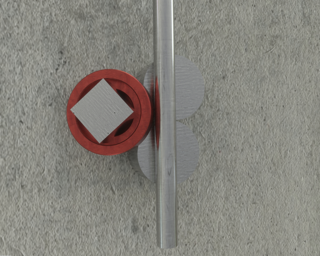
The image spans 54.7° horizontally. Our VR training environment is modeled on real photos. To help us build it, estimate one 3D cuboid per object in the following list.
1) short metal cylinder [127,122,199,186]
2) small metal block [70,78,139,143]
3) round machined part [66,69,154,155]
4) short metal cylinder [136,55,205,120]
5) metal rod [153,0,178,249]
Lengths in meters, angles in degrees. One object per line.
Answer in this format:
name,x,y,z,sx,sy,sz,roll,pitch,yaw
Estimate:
short metal cylinder,0.003,0.030,0.398,0.081,0.050,0.080,0,89,-20
small metal block,-0.061,-0.018,0.345,0.050,0.025,0.050,-43,82,4
round machined part,-0.055,-0.017,0.367,0.098,0.042,0.097,0,88,9
short metal cylinder,0.010,-0.050,0.401,0.081,0.050,0.079,0,90,-20
metal rod,0.006,-0.014,0.360,0.025,0.025,0.298,-1,90,-20
